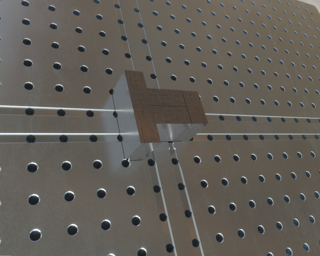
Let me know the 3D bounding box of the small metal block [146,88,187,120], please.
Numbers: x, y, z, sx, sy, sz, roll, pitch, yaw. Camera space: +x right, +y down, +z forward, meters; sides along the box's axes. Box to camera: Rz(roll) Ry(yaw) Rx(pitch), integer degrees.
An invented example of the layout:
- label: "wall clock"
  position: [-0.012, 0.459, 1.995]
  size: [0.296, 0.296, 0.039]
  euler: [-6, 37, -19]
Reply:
- label: "small metal block"
  position: [-0.002, -0.027, 0.408]
  size: [0.050, 0.050, 0.025]
  euler: [0, 62, -29]

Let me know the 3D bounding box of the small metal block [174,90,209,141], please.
- label: "small metal block"
  position: [0.035, -0.016, 0.421]
  size: [0.025, 0.050, 0.050]
  euler: [0, 62, -29]

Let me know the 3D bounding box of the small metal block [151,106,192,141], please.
- label: "small metal block"
  position: [0.004, -0.005, 0.398]
  size: [0.050, 0.050, 0.025]
  euler: [0, 62, -29]

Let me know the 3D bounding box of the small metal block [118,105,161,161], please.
- label: "small metal block"
  position: [-0.026, 0.006, 0.375]
  size: [0.025, 0.050, 0.050]
  euler: [0, 62, -29]

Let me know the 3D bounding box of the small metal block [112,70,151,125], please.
- label: "small metal block"
  position: [-0.038, -0.038, 0.395]
  size: [0.025, 0.050, 0.050]
  euler: [0, 62, -29]
